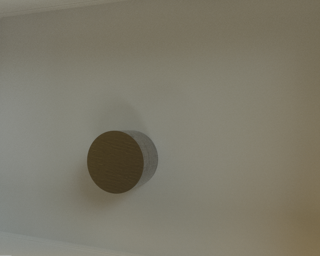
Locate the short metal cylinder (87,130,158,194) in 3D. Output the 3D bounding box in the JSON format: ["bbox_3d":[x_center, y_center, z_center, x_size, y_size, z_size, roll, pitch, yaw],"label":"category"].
[{"bbox_3d":[-0.049,0.043,0.415,0.080,0.050,0.080,0,90,20],"label":"short metal cylinder"}]
